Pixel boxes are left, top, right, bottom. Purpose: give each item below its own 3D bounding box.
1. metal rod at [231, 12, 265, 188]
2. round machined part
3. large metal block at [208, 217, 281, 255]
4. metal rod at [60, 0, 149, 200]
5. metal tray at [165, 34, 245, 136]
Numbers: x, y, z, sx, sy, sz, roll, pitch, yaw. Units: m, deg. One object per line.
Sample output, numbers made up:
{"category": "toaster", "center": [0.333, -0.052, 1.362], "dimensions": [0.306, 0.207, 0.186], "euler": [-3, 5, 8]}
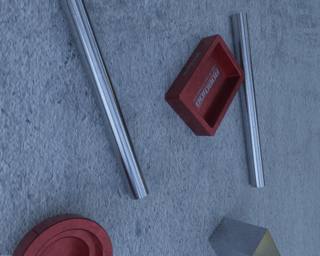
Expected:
{"category": "metal rod", "center": [0.154, -0.043, 0.536], "dimensions": [0.025, 0.025, 0.298], "euler": [-15, 100, -39]}
{"category": "round machined part", "center": [-0.101, 0.135, 0.311], "dimensions": [0.099, 0.042, 0.097], "euler": [0, 90, -40]}
{"category": "large metal block", "center": [0.135, 0.194, 0.485], "dimensions": [0.050, 0.080, 0.080], "euler": [-44, 117, -31]}
{"category": "metal rod", "center": [-0.068, -0.056, 0.348], "dimensions": [0.025, 0.025, 0.298], "euler": [-28, 108, -37]}
{"category": "metal tray", "center": [0.072, -0.063, 0.464], "dimensions": [0.090, 0.030, 0.130], "euler": [47, 62, -30]}
